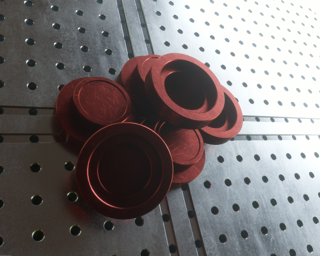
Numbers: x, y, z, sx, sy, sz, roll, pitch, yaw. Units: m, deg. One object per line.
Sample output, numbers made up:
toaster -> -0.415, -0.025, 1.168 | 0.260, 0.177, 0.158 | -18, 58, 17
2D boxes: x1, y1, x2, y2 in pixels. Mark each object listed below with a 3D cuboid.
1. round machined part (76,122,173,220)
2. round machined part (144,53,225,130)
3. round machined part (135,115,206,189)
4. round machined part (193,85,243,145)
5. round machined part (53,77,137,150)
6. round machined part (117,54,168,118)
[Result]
round machined part -> -0.039, 0.044, 0.332 | 0.099, 0.042, 0.098 | 1, 84, -14
round machined part -> 0.026, -0.040, 0.380 | 0.099, 0.042, 0.098 | 13, 56, -21
round machined part -> 0.016, 0.023, 0.390 | 0.099, 0.042, 0.098 | 13, 56, -21
round machined part -> 0.065, -0.019, 0.443 | 0.099, 0.042, 0.098 | 13, 56, -21
round machined part -> -0.073, -0.022, 0.371 | 0.099, 0.042, 0.098 | 13, 56, -21
round machined part -> -0.007, -0.063, 0.432 | 0.099, 0.042, 0.098 | 13, 56, -21
